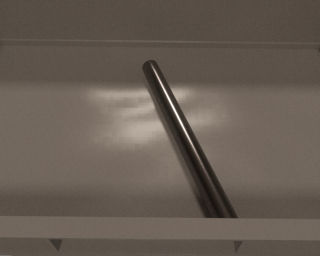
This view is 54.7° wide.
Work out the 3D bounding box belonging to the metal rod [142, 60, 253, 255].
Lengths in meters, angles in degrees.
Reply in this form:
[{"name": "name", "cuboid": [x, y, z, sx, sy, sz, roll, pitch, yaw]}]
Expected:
[{"name": "metal rod", "cuboid": [0.032, 0.013, 0.394, 0.025, 0.025, 0.299, -14, 52, -12]}]
